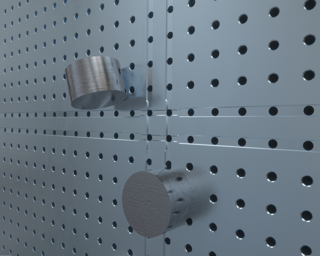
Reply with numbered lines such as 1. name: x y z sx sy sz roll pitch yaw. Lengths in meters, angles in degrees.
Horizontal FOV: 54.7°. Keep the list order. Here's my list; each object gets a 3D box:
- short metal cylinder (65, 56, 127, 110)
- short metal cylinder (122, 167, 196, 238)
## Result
1. short metal cylinder: -0.092 -0.063 0.450 0.080 0.081 0.050 -22 76 38
2. short metal cylinder: -0.002 0.092 0.395 0.080 0.050 0.079 0 90 40
